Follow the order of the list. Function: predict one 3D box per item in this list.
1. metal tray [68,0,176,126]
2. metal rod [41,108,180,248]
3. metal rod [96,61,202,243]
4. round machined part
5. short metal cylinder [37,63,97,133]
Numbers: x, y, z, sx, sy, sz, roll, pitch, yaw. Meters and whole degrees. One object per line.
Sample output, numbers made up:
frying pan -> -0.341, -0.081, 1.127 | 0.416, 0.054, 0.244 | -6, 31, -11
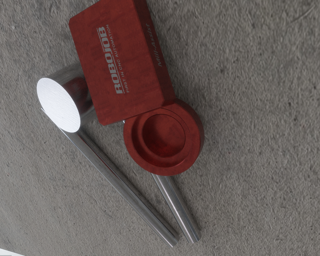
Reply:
metal tray -> -0.044, -0.076, 0.349 | 0.090, 0.030, 0.129 | -17, 91, 29
metal rod -> -0.074, 0.075, 0.492 | 0.300, 0.025, 0.025 | 49, 129, -7
metal rod -> -0.011, 0.044, 0.439 | 0.025, 0.025, 0.299 | -15, 111, 34
round machined part -> 0.007, 0.007, 0.387 | 0.098, 0.042, 0.097 | 6, 109, 19
short metal cylinder -> -0.118, -0.041, 0.417 | 0.080, 0.050, 0.079 | 23, 134, 27
